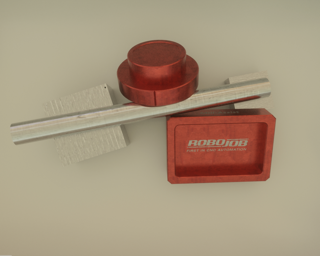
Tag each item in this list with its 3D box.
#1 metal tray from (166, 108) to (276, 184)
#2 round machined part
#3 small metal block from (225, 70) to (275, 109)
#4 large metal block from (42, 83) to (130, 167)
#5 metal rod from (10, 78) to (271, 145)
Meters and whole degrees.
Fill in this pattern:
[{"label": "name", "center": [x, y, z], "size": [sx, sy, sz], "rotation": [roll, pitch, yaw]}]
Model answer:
[{"label": "metal tray", "center": [0.074, 0.023, 0.394], "size": [0.131, 0.030, 0.089], "rotation": [-2, 110, -1]}, {"label": "round machined part", "center": [-0.003, -0.072, 0.371], "size": [0.099, 0.098, 0.042], "rotation": [-4, 131, -1]}, {"label": "small metal block", "center": [0.118, -0.045, 0.411], "size": [0.050, 0.025, 0.050], "rotation": [-11, 90, -1]}, {"label": "large metal block", "center": [-0.091, -0.004, 0.395], "size": [0.080, 0.050, 0.080], "rotation": [-18, 90, -1]}, {"label": "metal rod", "center": [-0.015, -0.022, 0.365], "size": [0.302, 0.025, 0.025], "rotation": [-11, 90, -8]}]
